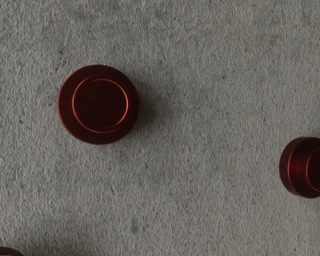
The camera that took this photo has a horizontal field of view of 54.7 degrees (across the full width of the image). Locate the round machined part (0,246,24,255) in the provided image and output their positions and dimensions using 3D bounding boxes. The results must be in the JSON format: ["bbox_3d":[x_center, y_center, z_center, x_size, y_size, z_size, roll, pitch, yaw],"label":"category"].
[{"bbox_3d":[-0.184,0.176,0.332,0.099,0.042,0.097,0,90,-20],"label":"round machined part"}]

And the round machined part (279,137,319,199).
[{"bbox_3d":[0.242,0.063,0.489,0.099,0.042,0.097,0,90,-20],"label":"round machined part"}]

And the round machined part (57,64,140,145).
[{"bbox_3d":[-0.072,-0.028,0.373,0.099,0.042,0.097,0,90,-20],"label":"round machined part"}]
